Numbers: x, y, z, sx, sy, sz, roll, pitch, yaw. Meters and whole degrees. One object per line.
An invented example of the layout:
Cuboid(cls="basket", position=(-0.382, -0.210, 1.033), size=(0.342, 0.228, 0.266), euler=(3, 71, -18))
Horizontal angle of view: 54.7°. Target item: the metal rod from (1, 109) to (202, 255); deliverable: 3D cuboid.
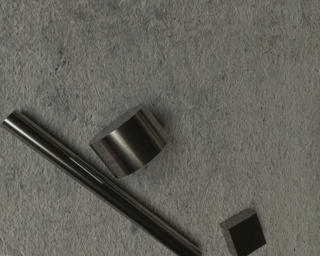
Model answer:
Cuboid(cls="metal rod", position=(-0.060, 0.083, 0.387), size=(0.300, 0.025, 0.025), euler=(41, 77, -16))

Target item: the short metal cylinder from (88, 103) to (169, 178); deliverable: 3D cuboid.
Cuboid(cls="short metal cylinder", position=(-0.036, 0.014, 0.367), size=(0.080, 0.080, 0.050), euler=(-39, 103, -16))

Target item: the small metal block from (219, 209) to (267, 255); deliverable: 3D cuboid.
Cuboid(cls="small metal block", position=(0.122, 0.155, 0.455), size=(0.050, 0.025, 0.050), euler=(-23, 98, -19))
